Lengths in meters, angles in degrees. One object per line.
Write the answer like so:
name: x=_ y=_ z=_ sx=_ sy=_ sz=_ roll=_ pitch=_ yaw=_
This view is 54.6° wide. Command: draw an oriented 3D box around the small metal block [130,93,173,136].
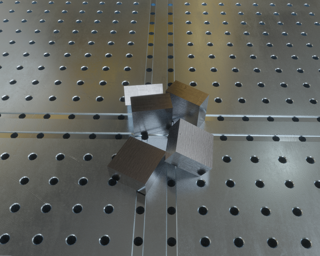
small metal block: x=-0.011 y=-0.017 z=0.405 sx=0.050 sy=0.050 sz=0.025 roll=-7 pitch=54 yaw=-5

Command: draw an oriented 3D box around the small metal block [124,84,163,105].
small metal block: x=-0.023 y=-0.047 z=0.429 sx=0.050 sy=0.025 sz=0.050 roll=-4 pitch=7 yaw=-4

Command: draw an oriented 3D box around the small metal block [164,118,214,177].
small metal block: x=0.036 y=0.024 z=0.374 sx=0.050 sy=0.025 sz=0.050 roll=26 pitch=48 yaw=-18

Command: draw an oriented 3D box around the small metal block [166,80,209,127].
small metal block: x=0.035 y=-0.029 z=0.417 sx=0.050 sy=0.050 sz=0.025 roll=27 pitch=55 yaw=20

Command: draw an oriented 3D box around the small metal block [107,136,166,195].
small metal block: x=-0.026 y=0.044 z=0.371 sx=0.050 sy=0.025 sz=0.050 roll=22 pitch=53 yaw=18
